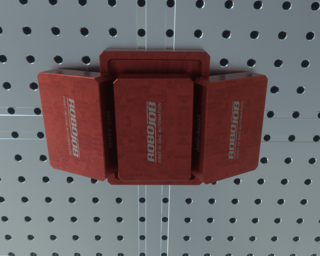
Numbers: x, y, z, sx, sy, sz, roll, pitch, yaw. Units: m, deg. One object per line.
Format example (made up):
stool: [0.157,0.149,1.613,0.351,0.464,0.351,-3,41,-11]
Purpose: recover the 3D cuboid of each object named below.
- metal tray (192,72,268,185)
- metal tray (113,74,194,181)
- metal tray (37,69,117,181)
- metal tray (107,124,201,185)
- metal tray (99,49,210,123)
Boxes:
metal tray: [0.086,-0.001,0.391,0.091,0.030,0.129,-11,113,-26]
metal tray: [-0.007,0.001,0.378,0.091,0.030,0.129,0,110,-1]
metal tray: [-0.101,-0.005,0.388,0.090,0.030,0.129,9,113,24]
metal tray: [-0.006,0.032,0.423,0.131,0.030,0.089,0,111,-1]
metal tray: [-0.006,-0.053,0.391,0.131,0.030,0.089,0,111,-1]
